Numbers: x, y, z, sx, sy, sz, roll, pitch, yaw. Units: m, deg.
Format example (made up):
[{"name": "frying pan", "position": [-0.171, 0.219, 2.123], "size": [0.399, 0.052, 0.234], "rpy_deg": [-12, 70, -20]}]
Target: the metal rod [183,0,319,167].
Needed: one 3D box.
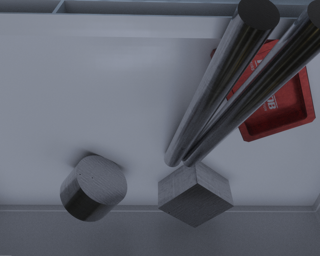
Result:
[{"name": "metal rod", "position": [0.070, -0.010, 0.315], "size": [0.025, 0.025, 0.299], "rpy_deg": [8, 157, -8]}]

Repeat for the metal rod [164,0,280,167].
[{"name": "metal rod", "position": [0.037, -0.010, 0.313], "size": [0.025, 0.025, 0.299], "rpy_deg": [6, 158, -6]}]

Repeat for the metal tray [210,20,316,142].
[{"name": "metal tray", "position": [0.124, -0.048, 0.366], "size": [0.090, 0.030, 0.130], "rpy_deg": [-20, 128, 16]}]

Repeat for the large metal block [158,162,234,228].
[{"name": "large metal block", "position": [0.054, 0.102, 0.481], "size": [0.080, 0.050, 0.080], "rpy_deg": [35, 122, -26]}]

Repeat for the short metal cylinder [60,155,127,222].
[{"name": "short metal cylinder", "position": [-0.095, 0.086, 0.445], "size": [0.080, 0.080, 0.050], "rpy_deg": [29, 124, -23]}]
